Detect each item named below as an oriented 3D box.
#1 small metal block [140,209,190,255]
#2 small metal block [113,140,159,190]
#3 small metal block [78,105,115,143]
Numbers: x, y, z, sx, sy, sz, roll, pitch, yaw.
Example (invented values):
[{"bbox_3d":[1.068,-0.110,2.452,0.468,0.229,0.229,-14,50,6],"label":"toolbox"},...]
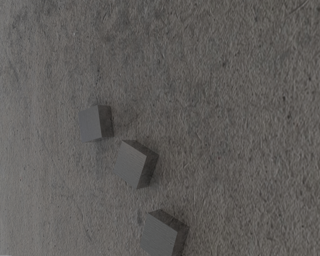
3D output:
[{"bbox_3d":[0.005,0.141,0.401,0.050,0.025,0.050,22,104,38],"label":"small metal block"},{"bbox_3d":[-0.034,0.050,0.433,0.050,0.025,0.050,29,108,36],"label":"small metal block"},{"bbox_3d":[-0.101,-0.006,0.489,0.050,0.025,0.050,-15,81,39],"label":"small metal block"}]
